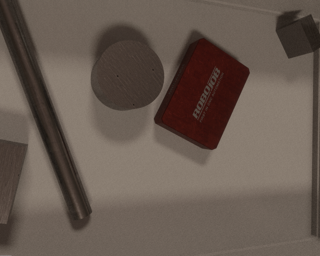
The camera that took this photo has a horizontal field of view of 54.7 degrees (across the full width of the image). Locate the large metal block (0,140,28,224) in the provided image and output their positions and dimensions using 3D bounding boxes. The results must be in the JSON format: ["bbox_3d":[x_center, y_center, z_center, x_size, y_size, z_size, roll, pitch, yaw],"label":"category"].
[{"bbox_3d":[-0.193,0.050,0.326,0.081,0.050,0.080,14,85,-20],"label":"large metal block"}]

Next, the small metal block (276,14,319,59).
[{"bbox_3d":[0.215,-0.140,0.479,0.025,0.050,0.050,-33,101,-17],"label":"small metal block"}]

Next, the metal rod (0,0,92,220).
[{"bbox_3d":[-0.140,-0.035,0.358,0.025,0.025,0.298,-20,97,-19],"label":"metal rod"}]

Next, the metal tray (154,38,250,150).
[{"bbox_3d":[0.060,-0.046,0.431,0.090,0.030,0.130,29,80,-18],"label":"metal tray"}]

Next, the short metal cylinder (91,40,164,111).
[{"bbox_3d":[-0.041,-0.062,0.383,0.081,0.050,0.079,0,90,-20],"label":"short metal cylinder"}]
